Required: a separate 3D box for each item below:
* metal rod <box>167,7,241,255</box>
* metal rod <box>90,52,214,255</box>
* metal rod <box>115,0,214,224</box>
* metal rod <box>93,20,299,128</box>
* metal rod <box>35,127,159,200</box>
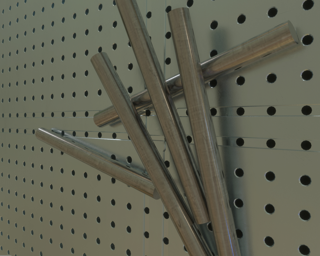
[{"bbox_3d":[0.051,0.017,0.344,0.025,0.025,0.298,-13,89,39],"label":"metal rod"},{"bbox_3d":[-0.016,0.031,0.397,0.025,0.025,0.299,-37,75,33],"label":"metal rod"},{"bbox_3d":[0.003,-0.032,0.374,0.025,0.025,0.299,-23,85,37],"label":"metal rod"},{"bbox_3d":[0.018,-0.053,0.392,0.299,0.025,0.025,-20,78,38],"label":"metal rod"},{"bbox_3d":[-0.113,0.047,0.499,0.300,0.025,0.025,18,101,38],"label":"metal rod"}]
